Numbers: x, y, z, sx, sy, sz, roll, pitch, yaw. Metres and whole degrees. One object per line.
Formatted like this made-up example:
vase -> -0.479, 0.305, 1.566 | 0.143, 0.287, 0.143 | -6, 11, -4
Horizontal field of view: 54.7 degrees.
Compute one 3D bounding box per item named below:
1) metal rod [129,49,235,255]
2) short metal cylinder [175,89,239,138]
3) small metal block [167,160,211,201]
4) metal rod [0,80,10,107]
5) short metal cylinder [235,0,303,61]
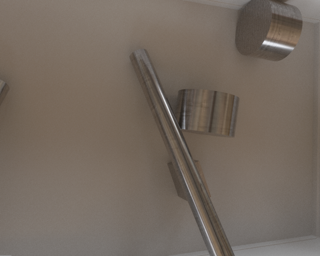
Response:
metal rod -> 0.027, 0.038, 0.364 | 0.025, 0.025, 0.299 | -17, 74, -20
short metal cylinder -> 0.060, -0.018, 0.405 | 0.081, 0.080, 0.050 | 9, 87, -20
small metal block -> 0.038, 0.069, 0.413 | 0.025, 0.050, 0.050 | -21, 98, -19
metal rod -> -0.205, 0.076, 0.265 | 0.025, 0.025, 0.300 | 23, 55, -19
short metal cylinder -> 0.151, -0.139, 0.439 | 0.050, 0.080, 0.080 | 6, 88, -20
